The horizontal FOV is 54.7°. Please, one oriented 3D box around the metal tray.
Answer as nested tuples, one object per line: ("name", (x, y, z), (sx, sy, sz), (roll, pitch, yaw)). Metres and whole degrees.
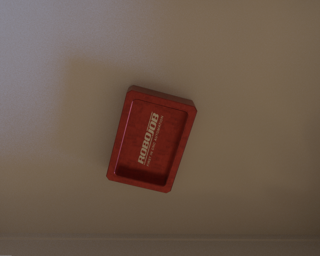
("metal tray", (-0.013, 0.017, 0.414), (0.091, 0.030, 0.129), (14, 109, -6))
